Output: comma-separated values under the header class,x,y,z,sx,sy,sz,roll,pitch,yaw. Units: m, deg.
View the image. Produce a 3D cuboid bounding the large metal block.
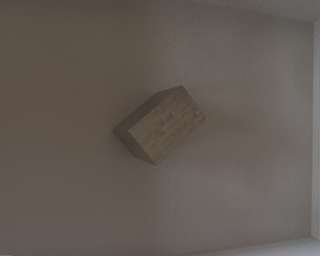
class,x,y,z,sx,sy,sz,roll,pitch,yaw
large metal block,-0.003,-0.004,0.378,0.080,0.080,0.050,-41,104,-15
